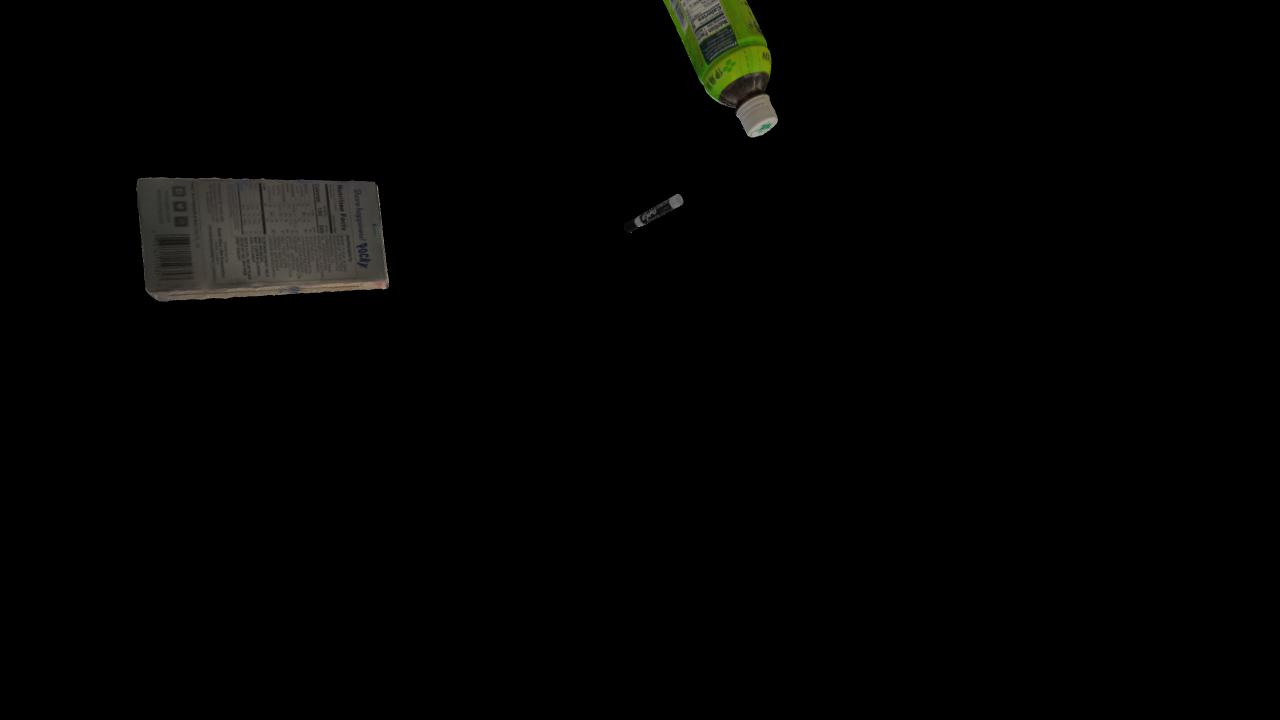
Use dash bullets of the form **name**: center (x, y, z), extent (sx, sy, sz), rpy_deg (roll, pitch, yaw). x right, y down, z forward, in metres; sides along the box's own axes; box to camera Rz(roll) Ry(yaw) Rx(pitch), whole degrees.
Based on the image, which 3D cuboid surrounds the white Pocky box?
- **white Pocky box**: center (-0.273, -0.091, 0.457), extent (0.154, 0.084, 0.028), rpy_deg (-6, -7, -24)

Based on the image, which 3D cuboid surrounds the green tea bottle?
- **green tea bottle**: center (0.072, -0.309, 0.578), extent (0.073, 0.212, 0.073), rpy_deg (-20, -7, -3)

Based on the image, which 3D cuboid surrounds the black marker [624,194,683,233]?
- **black marker**: center (0.019, -0.235, 0.994), extent (0.121, 0.020, 0.020), rpy_deg (-19, -13, 41)
